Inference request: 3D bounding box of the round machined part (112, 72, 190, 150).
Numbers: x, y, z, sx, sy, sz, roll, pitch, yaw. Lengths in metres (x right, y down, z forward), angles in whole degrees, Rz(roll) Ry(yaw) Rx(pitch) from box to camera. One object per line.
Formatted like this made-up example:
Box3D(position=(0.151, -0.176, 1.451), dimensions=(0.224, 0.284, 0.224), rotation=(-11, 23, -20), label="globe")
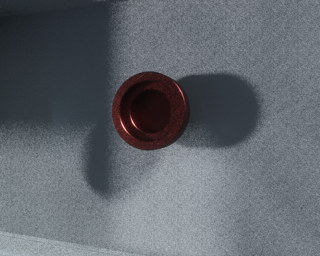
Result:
Box3D(position=(-0.009, -0.021, 0.402), dimensions=(0.098, 0.042, 0.097), rotation=(0, 90, 20), label="round machined part")
